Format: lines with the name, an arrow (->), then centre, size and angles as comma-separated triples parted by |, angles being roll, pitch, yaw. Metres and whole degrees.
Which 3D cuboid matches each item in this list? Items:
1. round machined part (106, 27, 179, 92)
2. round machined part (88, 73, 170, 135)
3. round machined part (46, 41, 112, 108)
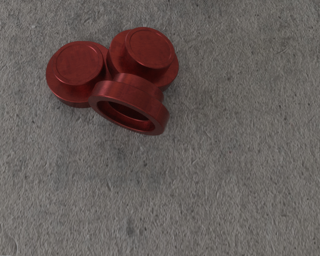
round machined part -> -0.019, -0.096, 0.416 | 0.099, 0.042, 0.098 | 10, 60, -19
round machined part -> -0.034, -0.031, 0.380 | 0.098, 0.098, 0.042 | 20, 72, 7
round machined part -> -0.108, -0.080, 0.427 | 0.099, 0.042, 0.098 | 0, 70, 0
